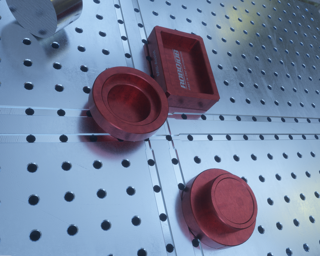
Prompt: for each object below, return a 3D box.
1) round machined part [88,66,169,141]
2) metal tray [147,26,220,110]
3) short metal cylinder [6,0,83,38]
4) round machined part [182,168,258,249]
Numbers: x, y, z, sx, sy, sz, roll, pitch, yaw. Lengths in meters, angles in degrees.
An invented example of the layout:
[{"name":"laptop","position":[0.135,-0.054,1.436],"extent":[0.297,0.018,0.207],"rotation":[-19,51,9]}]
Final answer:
[{"name":"round machined part","position":[-0.042,-0.027,0.392],"extent":[0.099,0.042,0.098],"rotation":[14,56,-21]},{"name":"metal tray","position":[0.035,-0.094,0.482],"extent":[0.091,0.030,0.130],"rotation":[4,60,-26]},{"name":"short metal cylinder","position":[-0.147,-0.163,0.394],"extent":[0.080,0.080,0.050],"rotation":[38,51,-3]},{"name":"round machined part","position":[0.081,0.095,0.384],"extent":[0.099,0.042,0.098],"rotation":[14,56,-21]}]
